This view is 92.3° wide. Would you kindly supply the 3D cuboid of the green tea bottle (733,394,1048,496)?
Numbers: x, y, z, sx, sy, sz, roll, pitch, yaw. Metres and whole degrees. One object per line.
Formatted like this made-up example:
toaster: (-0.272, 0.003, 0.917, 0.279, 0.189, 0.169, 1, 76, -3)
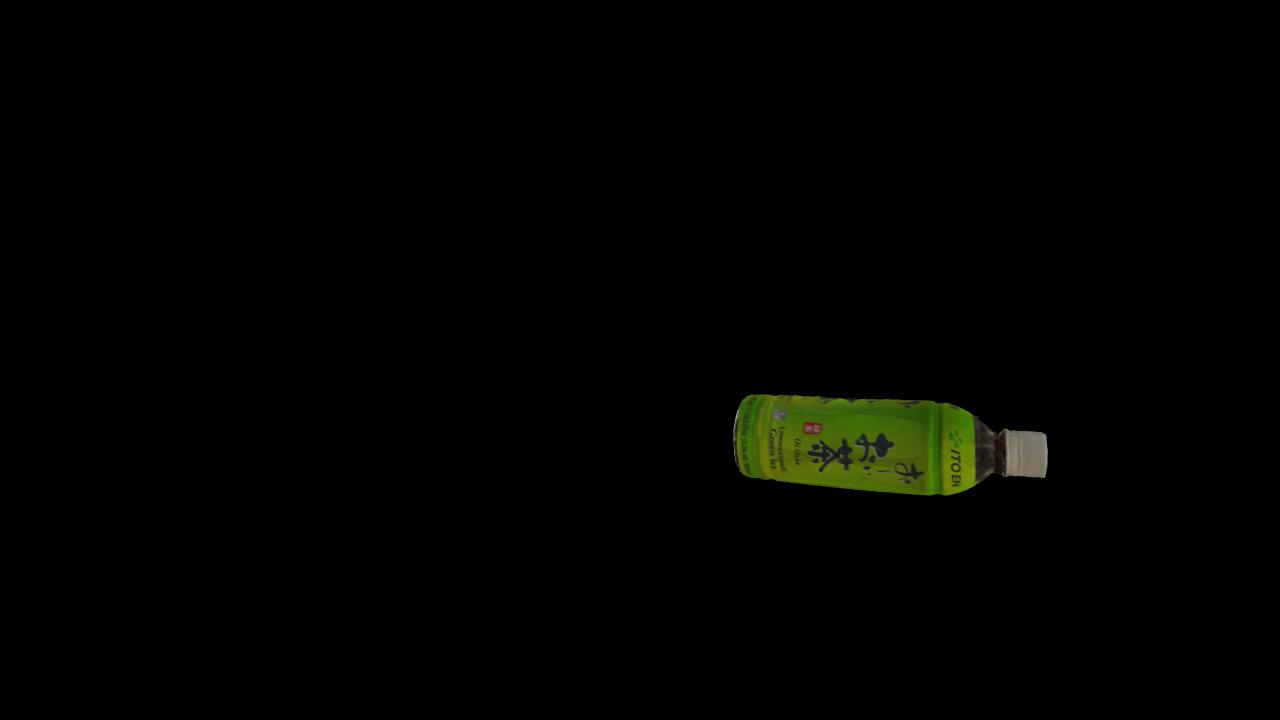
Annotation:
green tea bottle: (0.180, 0.064, 0.464, 0.212, 0.073, 0.073, 0, 0, 26)
